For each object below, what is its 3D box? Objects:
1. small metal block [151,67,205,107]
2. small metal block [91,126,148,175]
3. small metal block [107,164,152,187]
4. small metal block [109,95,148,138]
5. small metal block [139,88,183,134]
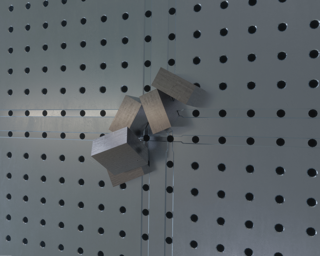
[{"bbox_3d":[0.024,-0.050,0.391,0.050,0.050,0.025,31,100,17],"label":"small metal block"},{"bbox_3d":[-0.049,0.030,0.388,0.050,0.050,0.025,-21,46,18],"label":"small metal block"},{"bbox_3d":[-0.047,0.048,0.430,0.050,0.025,0.050,-24,82,18],"label":"small metal block"},{"bbox_3d":[-0.035,-0.014,0.412,0.025,0.050,0.050,31,100,17],"label":"small metal block"},{"bbox_3d":[0.003,-0.020,0.399,0.025,0.050,0.050,-23,83,19],"label":"small metal block"}]
